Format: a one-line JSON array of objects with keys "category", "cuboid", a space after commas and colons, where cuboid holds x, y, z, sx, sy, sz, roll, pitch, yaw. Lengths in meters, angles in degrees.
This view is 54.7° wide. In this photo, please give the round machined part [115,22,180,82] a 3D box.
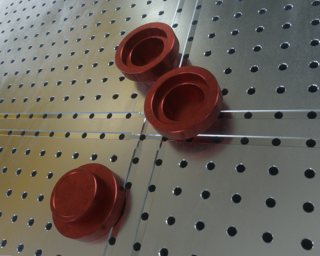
[{"category": "round machined part", "cuboid": [-0.016, -0.110, 0.471, 0.098, 0.042, 0.098, -13, 56, 20]}]

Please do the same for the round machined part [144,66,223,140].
[{"category": "round machined part", "cuboid": [0.033, -0.028, 0.396, 0.098, 0.042, 0.098, -13, 56, 20]}]

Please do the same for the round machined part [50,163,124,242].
[{"category": "round machined part", "cuboid": [-0.098, 0.089, 0.392, 0.098, 0.042, 0.098, -13, 56, 20]}]
